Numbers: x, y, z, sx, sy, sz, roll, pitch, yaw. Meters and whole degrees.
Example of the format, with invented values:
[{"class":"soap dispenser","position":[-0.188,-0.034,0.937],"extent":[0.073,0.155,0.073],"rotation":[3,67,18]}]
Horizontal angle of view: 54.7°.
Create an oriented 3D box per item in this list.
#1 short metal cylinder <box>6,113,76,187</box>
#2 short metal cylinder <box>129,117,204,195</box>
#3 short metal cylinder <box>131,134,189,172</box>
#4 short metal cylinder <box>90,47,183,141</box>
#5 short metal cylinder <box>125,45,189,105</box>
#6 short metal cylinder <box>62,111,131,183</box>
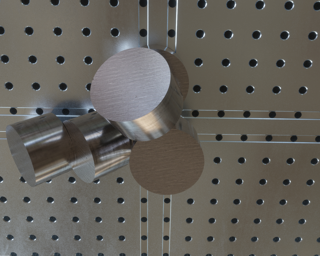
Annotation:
[{"class":"short metal cylinder","position":[-0.149,0.026,0.385],"extent":[0.050,0.080,0.079],"rotation":[-24,115,-37]},{"class":"short metal cylinder","position":[0.007,0.029,0.355],"extent":[0.081,0.050,0.079],"rotation":[0,110,0]},{"class":"short metal cylinder","position":[-0.002,0.017,0.405],"extent":[0.081,0.050,0.079],"rotation":[0,110,0]},{"class":"short metal cylinder","position":[-0.021,-0.033,0.311],"extent":[0.080,0.080,0.050],"rotation":[-23,152,8]},{"class":"short metal cylinder","position":[-0.007,-0.058,0.378],"extent":[0.081,0.050,0.079],"rotation":[0,110,0]},{"class":"short metal cylinder","position":[-0.080,0.021,0.383],"extent":[0.050,0.080,0.079],"rotation":[-23,115,-36]}]
